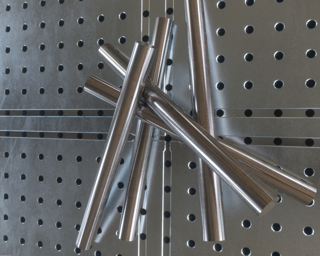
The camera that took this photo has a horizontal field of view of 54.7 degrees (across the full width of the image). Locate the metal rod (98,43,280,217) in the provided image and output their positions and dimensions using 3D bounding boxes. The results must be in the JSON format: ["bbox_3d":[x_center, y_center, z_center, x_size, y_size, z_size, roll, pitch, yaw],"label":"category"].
[{"bbox_3d":[0.010,-0.020,0.356,0.025,0.025,0.300,-52,55,12],"label":"metal rod"}]

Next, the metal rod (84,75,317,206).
[{"bbox_3d":[0.040,0.009,0.379,0.301,0.025,0.025,27,99,10],"label":"metal rod"}]

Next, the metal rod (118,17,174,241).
[{"bbox_3d":[-0.020,0.004,0.418,0.025,0.025,0.298,11,94,19],"label":"metal rod"}]

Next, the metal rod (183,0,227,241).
[{"bbox_3d":[0.050,-0.027,0.361,0.025,0.025,0.299,-8,75,19],"label":"metal rod"}]

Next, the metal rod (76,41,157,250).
[{"bbox_3d":[-0.062,0.038,0.395,0.025,0.025,0.298,27,113,17],"label":"metal rod"}]
